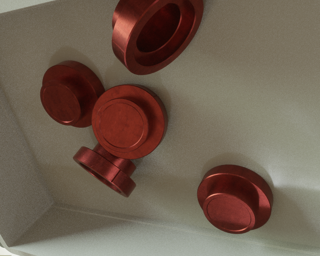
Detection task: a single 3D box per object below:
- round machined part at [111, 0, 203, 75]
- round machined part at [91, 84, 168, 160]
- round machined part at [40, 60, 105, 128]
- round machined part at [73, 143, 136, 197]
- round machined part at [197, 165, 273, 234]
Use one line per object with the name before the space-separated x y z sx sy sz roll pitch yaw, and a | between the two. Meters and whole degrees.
round machined part | -0.008 -0.103 0.306 0.042 0.099 0.097 48 132 20
round machined part | -0.042 -0.007 0.394 0.098 0.042 0.097 2 101 12
round machined part | -0.129 -0.042 0.440 0.098 0.042 0.097 13 124 21
round machined part | -0.074 0.056 0.453 0.098 0.042 0.098 31 161 12
round machined part | 0.095 0.100 0.409 0.098 0.042 0.097 13 124 21
